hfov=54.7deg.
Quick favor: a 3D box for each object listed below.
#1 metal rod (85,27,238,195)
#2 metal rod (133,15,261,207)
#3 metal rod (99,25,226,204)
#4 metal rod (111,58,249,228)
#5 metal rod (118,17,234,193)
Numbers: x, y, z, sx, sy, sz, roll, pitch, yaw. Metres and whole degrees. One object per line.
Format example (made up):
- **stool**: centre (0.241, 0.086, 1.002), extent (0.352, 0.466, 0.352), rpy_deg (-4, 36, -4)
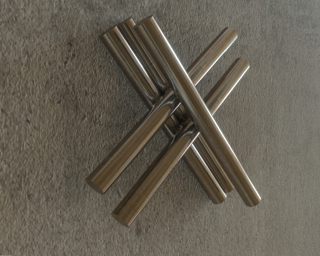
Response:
- **metal rod**: centre (0.019, -0.040, 0.391), extent (0.301, 0.025, 0.025), rpy_deg (-49, 120, -29)
- **metal rod**: centre (0.060, -0.003, 0.393), extent (0.025, 0.025, 0.299), rpy_deg (-51, 120, -28)
- **metal rod**: centre (0.016, -0.001, 0.422), extent (0.025, 0.025, 0.299), rpy_deg (-50, 120, -29)
- **metal rod**: centre (0.042, 0.001, 0.411), extent (0.301, 0.025, 0.025), rpy_deg (-49, 120, -29)
- **metal rod**: centre (0.032, -0.015, 0.435), extent (0.025, 0.025, 0.299), rpy_deg (-50, 120, -29)
